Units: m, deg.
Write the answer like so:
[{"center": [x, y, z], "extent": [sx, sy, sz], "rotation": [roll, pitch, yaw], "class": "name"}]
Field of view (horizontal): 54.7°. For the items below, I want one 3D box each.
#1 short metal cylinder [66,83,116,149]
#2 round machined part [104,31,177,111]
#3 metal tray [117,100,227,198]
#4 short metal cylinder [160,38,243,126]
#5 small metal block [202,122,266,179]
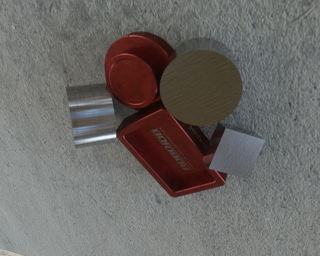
[{"center": [-0.091, -0.016, 0.402], "extent": [0.050, 0.080, 0.079], "rotation": [-9, 124, -17], "class": "short metal cylinder"}, {"center": [-0.026, -0.062, 0.373], "extent": [0.098, 0.042, 0.097], "rotation": [13, 124, 21], "class": "round machined part"}, {"center": [0.016, 0.030, 0.400], "extent": [0.090, 0.030, 0.130], "rotation": [-24, 115, 36], "class": "metal tray"}, {"center": [0.043, -0.049, 0.326], "extent": [0.080, 0.050, 0.079], "rotation": [3, 119, 6], "class": "short metal cylinder"}, {"center": [0.084, 0.026, 0.357], "extent": [0.050, 0.025, 0.050], "rotation": [16, 105, -14], "class": "small metal block"}]
